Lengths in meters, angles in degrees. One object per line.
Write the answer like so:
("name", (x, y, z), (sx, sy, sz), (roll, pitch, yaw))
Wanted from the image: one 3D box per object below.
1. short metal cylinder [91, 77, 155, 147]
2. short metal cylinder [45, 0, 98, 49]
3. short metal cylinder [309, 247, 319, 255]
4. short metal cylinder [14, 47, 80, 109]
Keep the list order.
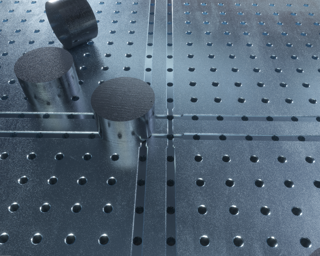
("short metal cylinder", (-0.047, -0.022, 0.410), (0.081, 0.050, 0.080), (0, 50, 0))
("short metal cylinder", (-0.149, -0.181, 0.523), (0.050, 0.080, 0.080), (-34, 58, -25))
("short metal cylinder", (0.156, 0.149, 0.267), (0.081, 0.050, 0.080), (0, 50, 0))
("short metal cylinder", (-0.162, -0.074, 0.452), (0.081, 0.050, 0.080), (0, 50, 0))
